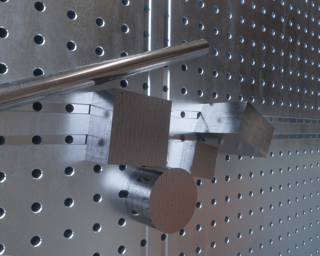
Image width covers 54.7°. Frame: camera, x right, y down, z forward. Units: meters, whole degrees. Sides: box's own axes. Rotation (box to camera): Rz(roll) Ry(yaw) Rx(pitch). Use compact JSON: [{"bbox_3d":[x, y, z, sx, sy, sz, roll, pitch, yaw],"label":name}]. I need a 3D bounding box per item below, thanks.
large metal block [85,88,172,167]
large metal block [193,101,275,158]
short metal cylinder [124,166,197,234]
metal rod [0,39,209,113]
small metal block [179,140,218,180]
[{"bbox_3d":[-0.036,0.002,0.365,0.081,0.050,0.080,9,85,-40],"label":"large metal block"},{"bbox_3d":[0.113,0.003,0.471,0.080,0.080,0.050,35,69,-35],"label":"large metal block"},{"bbox_3d":[0.002,0.088,0.397,0.081,0.050,0.079,0,90,-40],"label":"short metal cylinder"},{"bbox_3d":[-0.045,-0.073,0.372,0.302,0.025,0.025,-24,106,-38],"label":"metal rod"},{"bbox_3d":[0.057,0.048,0.460,0.050,0.025,0.050,17,79,-39],"label":"small metal block"}]
